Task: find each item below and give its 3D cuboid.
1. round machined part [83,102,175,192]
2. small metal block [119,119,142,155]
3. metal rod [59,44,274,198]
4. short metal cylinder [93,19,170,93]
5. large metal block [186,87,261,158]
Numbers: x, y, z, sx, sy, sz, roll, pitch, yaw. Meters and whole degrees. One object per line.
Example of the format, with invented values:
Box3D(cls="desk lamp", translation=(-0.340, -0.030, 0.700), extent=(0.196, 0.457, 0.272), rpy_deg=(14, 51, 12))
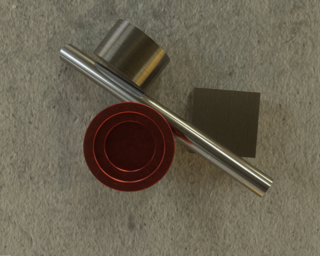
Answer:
Box3D(cls="round machined part", translation=(-0.033, 0.020, 0.353), extent=(0.099, 0.042, 0.097), rpy_deg=(0, 91, -1))
Box3D(cls="small metal block", translation=(-0.037, 0.008, 0.399), extent=(0.025, 0.050, 0.050), rpy_deg=(-2, 90, 0))
Box3D(cls="metal rod", translation=(-0.003, -0.017, 0.374), extent=(0.300, 0.025, 0.025), rpy_deg=(35, 90, 14))
Box3D(cls="short metal cylinder", translation=(-0.035, -0.087, 0.383), extent=(0.080, 0.080, 0.050), rpy_deg=(37, 90, -1))
Box3D(cls="large metal block", translation=(0.079, -0.007, 0.400), extent=(0.081, 0.050, 0.079), rpy_deg=(4, 90, -1))
